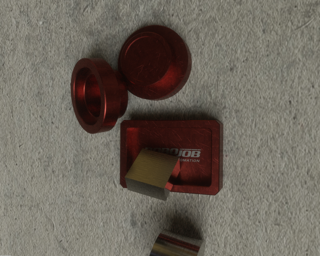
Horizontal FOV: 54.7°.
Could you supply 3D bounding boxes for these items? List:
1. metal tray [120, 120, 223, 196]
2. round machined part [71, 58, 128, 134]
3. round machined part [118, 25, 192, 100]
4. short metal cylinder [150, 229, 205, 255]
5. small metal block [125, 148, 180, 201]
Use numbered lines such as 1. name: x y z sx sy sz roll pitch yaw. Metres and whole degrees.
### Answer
1. metal tray: 0.014 0.035 0.400 0.130 0.030 0.089 1 90 19
2. round machined part: -0.078 -0.044 0.411 0.098 0.042 0.097 16 111 49
3. round machined part: -0.012 -0.086 0.403 0.098 0.042 0.097 0 90 19
4. short metal cylinder: 0.019 0.169 0.372 0.050 0.080 0.079 12 94 19
5. small metal block: -0.008 0.056 0.382 0.050 0.050 0.025 13 135 19
